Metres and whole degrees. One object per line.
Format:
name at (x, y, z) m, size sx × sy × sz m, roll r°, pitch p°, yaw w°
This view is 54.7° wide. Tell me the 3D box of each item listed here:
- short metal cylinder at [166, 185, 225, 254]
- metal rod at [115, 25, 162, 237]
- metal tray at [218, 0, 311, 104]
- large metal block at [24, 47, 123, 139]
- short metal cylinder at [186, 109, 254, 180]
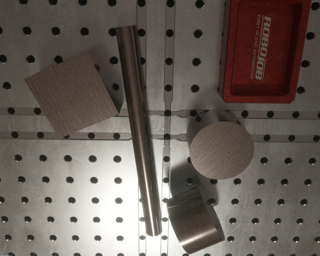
short metal cylinder at (0.050, 0.127, 0.432) m, size 0.050 × 0.080 × 0.080 m, roll -26°, pitch 108°, yaw 9°
metal rod at (-0.025, 0.018, 0.419) m, size 0.025 × 0.025 × 0.298 m, roll -6°, pitch 110°, yaw 2°
metal tray at (0.123, -0.096, 0.376) m, size 0.091 × 0.030 × 0.129 m, roll 1°, pitch 110°, yaw -1°
large metal block at (-0.102, -0.045, 0.382) m, size 0.080 × 0.050 × 0.080 m, roll -22°, pitch 109°, yaw 7°
short metal cylinder at (0.077, 0.021, 0.409) m, size 0.081 × 0.050 × 0.079 m, roll 0°, pitch 110°, yaw -1°
